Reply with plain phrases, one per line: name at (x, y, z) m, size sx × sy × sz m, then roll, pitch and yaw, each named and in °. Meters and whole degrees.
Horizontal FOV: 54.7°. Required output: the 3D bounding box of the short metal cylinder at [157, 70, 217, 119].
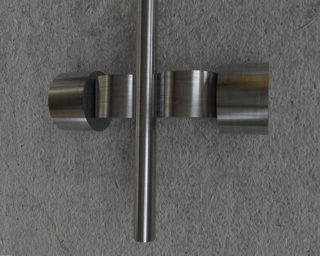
short metal cylinder at (0.033, -0.037, 0.369) m, size 0.080 × 0.080 × 0.050 m, roll 1°, pitch 91°, yaw 20°

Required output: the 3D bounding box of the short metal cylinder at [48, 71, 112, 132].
short metal cylinder at (-0.103, -0.036, 0.417) m, size 0.050 × 0.080 × 0.080 m, roll 1°, pitch 90°, yaw 20°

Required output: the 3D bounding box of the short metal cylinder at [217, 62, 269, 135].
short metal cylinder at (0.096, -0.032, 0.347) m, size 0.050 × 0.080 × 0.080 m, roll 1°, pitch 90°, yaw 20°

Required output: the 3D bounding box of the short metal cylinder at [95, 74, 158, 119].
short metal cylinder at (-0.042, -0.037, 0.396) m, size 0.080 × 0.080 × 0.050 m, roll 1°, pitch 91°, yaw 20°

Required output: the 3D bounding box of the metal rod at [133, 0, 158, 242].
metal rod at (-0.016, -0.024, 0.350) m, size 0.025 × 0.025 × 0.298 m, roll 1°, pitch 90°, yaw 20°
